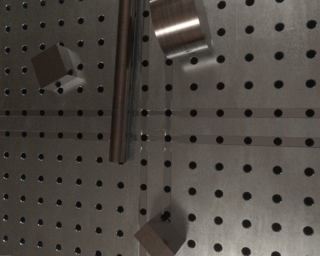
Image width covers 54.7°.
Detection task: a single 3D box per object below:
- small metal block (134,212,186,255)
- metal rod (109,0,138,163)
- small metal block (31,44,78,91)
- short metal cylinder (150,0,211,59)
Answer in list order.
[{"bbox_3d":[0.001,0.142,0.398,0.050,0.050,0.025,46,104,14],"label":"small metal block"},{"bbox_3d":[-0.049,-0.102,0.428,0.025,0.025,0.298,4,91,19],"label":"metal rod"},{"bbox_3d":[-0.160,-0.090,0.467,0.050,0.025,0.050,-23,83,18],"label":"small metal block"},{"bbox_3d":[0.027,-0.128,0.373,0.050,0.080,0.080,-11,86,19],"label":"short metal cylinder"}]
